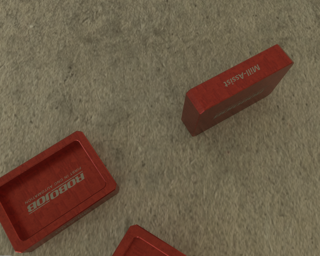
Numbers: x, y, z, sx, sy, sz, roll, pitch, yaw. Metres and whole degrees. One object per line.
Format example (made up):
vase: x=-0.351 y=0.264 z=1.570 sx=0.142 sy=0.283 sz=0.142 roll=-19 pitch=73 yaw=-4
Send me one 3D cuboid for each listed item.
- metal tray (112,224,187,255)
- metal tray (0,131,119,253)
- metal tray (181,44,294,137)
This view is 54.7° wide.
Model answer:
metal tray: x=-0.023 y=0.176 z=0.308 sx=0.090 sy=0.030 sz=0.130 roll=30 pitch=72 yaw=10
metal tray: x=-0.128 y=0.075 z=0.376 sx=0.131 sy=0.030 sz=0.090 roll=-33 pitch=74 yaw=-12
metal tray: x=0.092 y=-0.044 z=0.390 sx=0.131 sy=0.090 sz=0.030 roll=-28 pitch=73 yaw=-10
